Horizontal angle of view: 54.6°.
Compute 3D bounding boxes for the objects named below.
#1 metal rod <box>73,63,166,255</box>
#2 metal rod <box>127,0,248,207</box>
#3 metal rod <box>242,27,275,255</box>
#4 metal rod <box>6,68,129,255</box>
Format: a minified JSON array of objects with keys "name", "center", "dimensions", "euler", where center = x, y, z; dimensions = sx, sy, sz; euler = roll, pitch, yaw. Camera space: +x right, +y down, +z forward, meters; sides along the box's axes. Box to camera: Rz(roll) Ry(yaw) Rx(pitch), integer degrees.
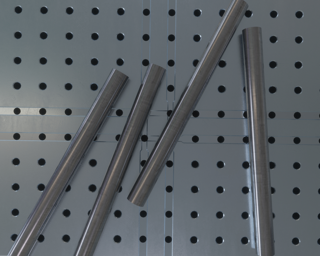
[{"name":"metal rod","center":[-0.058,0.058,0.413],"dimensions":[0.025,0.025,0.299],"euler":[22,90,0]},{"name":"metal rod","center":[0.037,-0.034,0.413],"dimensions":[0.025,0.025,0.299],"euler":[28,90,0]},{"name":"metal rod","center":[0.131,0.018,0.414],"dimensions":[0.025,0.025,0.298],"euler":[-3,90,0]},{"name":"metal rod","center":[-0.126,0.057,0.412],"dimensions":[0.025,0.025,0.299],"euler":[29,90,0]}]
